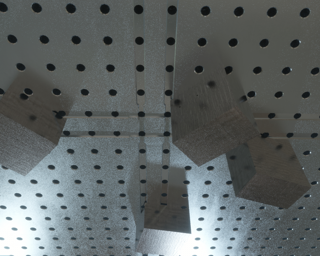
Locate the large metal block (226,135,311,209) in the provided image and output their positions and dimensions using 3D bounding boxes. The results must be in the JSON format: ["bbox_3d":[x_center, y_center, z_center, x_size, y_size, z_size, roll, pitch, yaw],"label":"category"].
[{"bbox_3d":[0.144,0.056,0.426,0.081,0.080,0.050,16,128,-14],"label":"large metal block"}]

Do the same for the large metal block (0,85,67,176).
[{"bbox_3d":[-0.183,0.006,0.398,0.080,0.050,0.080,36,121,-27],"label":"large metal block"}]

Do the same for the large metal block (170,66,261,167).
[{"bbox_3d":[0.060,-0.014,0.365,0.080,0.080,0.050,-32,124,24],"label":"large metal block"}]

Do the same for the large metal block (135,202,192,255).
[{"bbox_3d":[0.004,0.182,0.551,0.081,0.050,0.079,10,129,-9],"label":"large metal block"}]
